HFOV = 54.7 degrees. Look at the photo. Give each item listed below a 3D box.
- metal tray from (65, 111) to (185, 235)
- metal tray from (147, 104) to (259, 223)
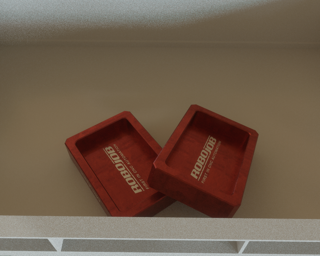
[{"bbox_3d":[-0.041,0.045,0.363,0.091,0.030,0.130,-28,56,-22],"label":"metal tray"},{"bbox_3d":[0.054,0.031,0.347,0.090,0.030,0.131,25,40,9],"label":"metal tray"}]
